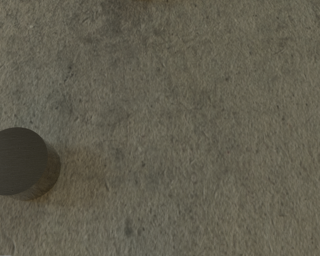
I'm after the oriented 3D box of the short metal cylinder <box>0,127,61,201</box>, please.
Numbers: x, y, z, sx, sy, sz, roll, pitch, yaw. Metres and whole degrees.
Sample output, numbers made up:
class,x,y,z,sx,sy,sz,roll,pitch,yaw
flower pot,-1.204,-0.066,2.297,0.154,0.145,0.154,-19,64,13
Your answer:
class,x,y,z,sx,sy,sz,roll,pitch,yaw
short metal cylinder,-0.169,0.045,0.376,0.081,0.050,0.080,0,70,0
